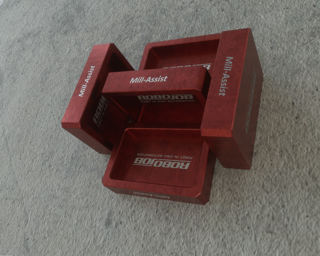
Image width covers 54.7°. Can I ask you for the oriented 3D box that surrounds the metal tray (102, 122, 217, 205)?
[{"bbox_3d":[0.001,0.039,0.379,0.130,0.030,0.090,1,61,28],"label":"metal tray"}]

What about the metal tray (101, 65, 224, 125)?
[{"bbox_3d":[0.006,-0.034,0.383,0.130,0.090,0.030,1,64,29],"label":"metal tray"}]

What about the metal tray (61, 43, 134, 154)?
[{"bbox_3d":[-0.074,-0.039,0.426,0.030,0.090,0.130,1,63,29],"label":"metal tray"}]

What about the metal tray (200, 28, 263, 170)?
[{"bbox_3d":[0.084,-0.030,0.338,0.030,0.090,0.130,1,62,29],"label":"metal tray"}]

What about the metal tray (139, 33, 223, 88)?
[{"bbox_3d":[0.033,-0.082,0.436,0.130,0.030,0.090,1,65,28],"label":"metal tray"}]
